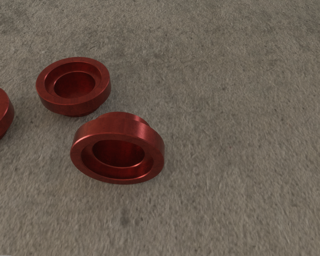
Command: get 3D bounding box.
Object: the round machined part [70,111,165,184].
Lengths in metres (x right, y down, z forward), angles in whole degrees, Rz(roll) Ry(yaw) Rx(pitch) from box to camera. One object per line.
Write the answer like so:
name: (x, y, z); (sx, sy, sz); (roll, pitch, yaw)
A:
round machined part: (-0.044, 0.019, 0.339); (0.099, 0.097, 0.042); (2, 50, 1)

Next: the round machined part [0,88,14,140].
round machined part: (-0.238, -0.009, 0.397); (0.099, 0.042, 0.098); (0, 50, 0)

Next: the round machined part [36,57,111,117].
round machined part: (-0.118, -0.053, 0.436); (0.099, 0.042, 0.098); (0, 50, 0)
